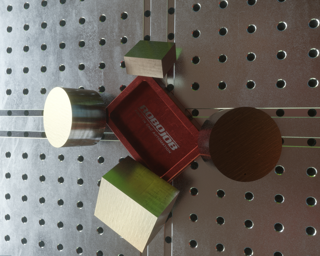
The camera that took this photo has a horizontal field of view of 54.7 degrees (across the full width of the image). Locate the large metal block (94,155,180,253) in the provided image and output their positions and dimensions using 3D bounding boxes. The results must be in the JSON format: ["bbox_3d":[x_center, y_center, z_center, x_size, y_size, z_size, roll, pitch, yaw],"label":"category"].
[{"bbox_3d":[-0.031,0.096,0.392,0.080,0.050,0.079,32,131,16],"label":"large metal block"}]

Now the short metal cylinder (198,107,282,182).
[{"bbox_3d":[0.088,0.017,0.352,0.081,0.050,0.079,0,90,-7],"label":"short metal cylinder"}]

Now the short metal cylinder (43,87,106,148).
[{"bbox_3d":[-0.118,-0.014,0.425,0.080,0.050,0.079,1,91,45],"label":"short metal cylinder"}]

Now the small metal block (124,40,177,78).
[{"bbox_3d":[-0.011,-0.090,0.400,0.050,0.050,0.025,10,131,20],"label":"small metal block"}]

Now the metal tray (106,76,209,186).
[{"bbox_3d":[-0.006,0.001,0.411,0.090,0.030,0.130,-43,77,15],"label":"metal tray"}]
